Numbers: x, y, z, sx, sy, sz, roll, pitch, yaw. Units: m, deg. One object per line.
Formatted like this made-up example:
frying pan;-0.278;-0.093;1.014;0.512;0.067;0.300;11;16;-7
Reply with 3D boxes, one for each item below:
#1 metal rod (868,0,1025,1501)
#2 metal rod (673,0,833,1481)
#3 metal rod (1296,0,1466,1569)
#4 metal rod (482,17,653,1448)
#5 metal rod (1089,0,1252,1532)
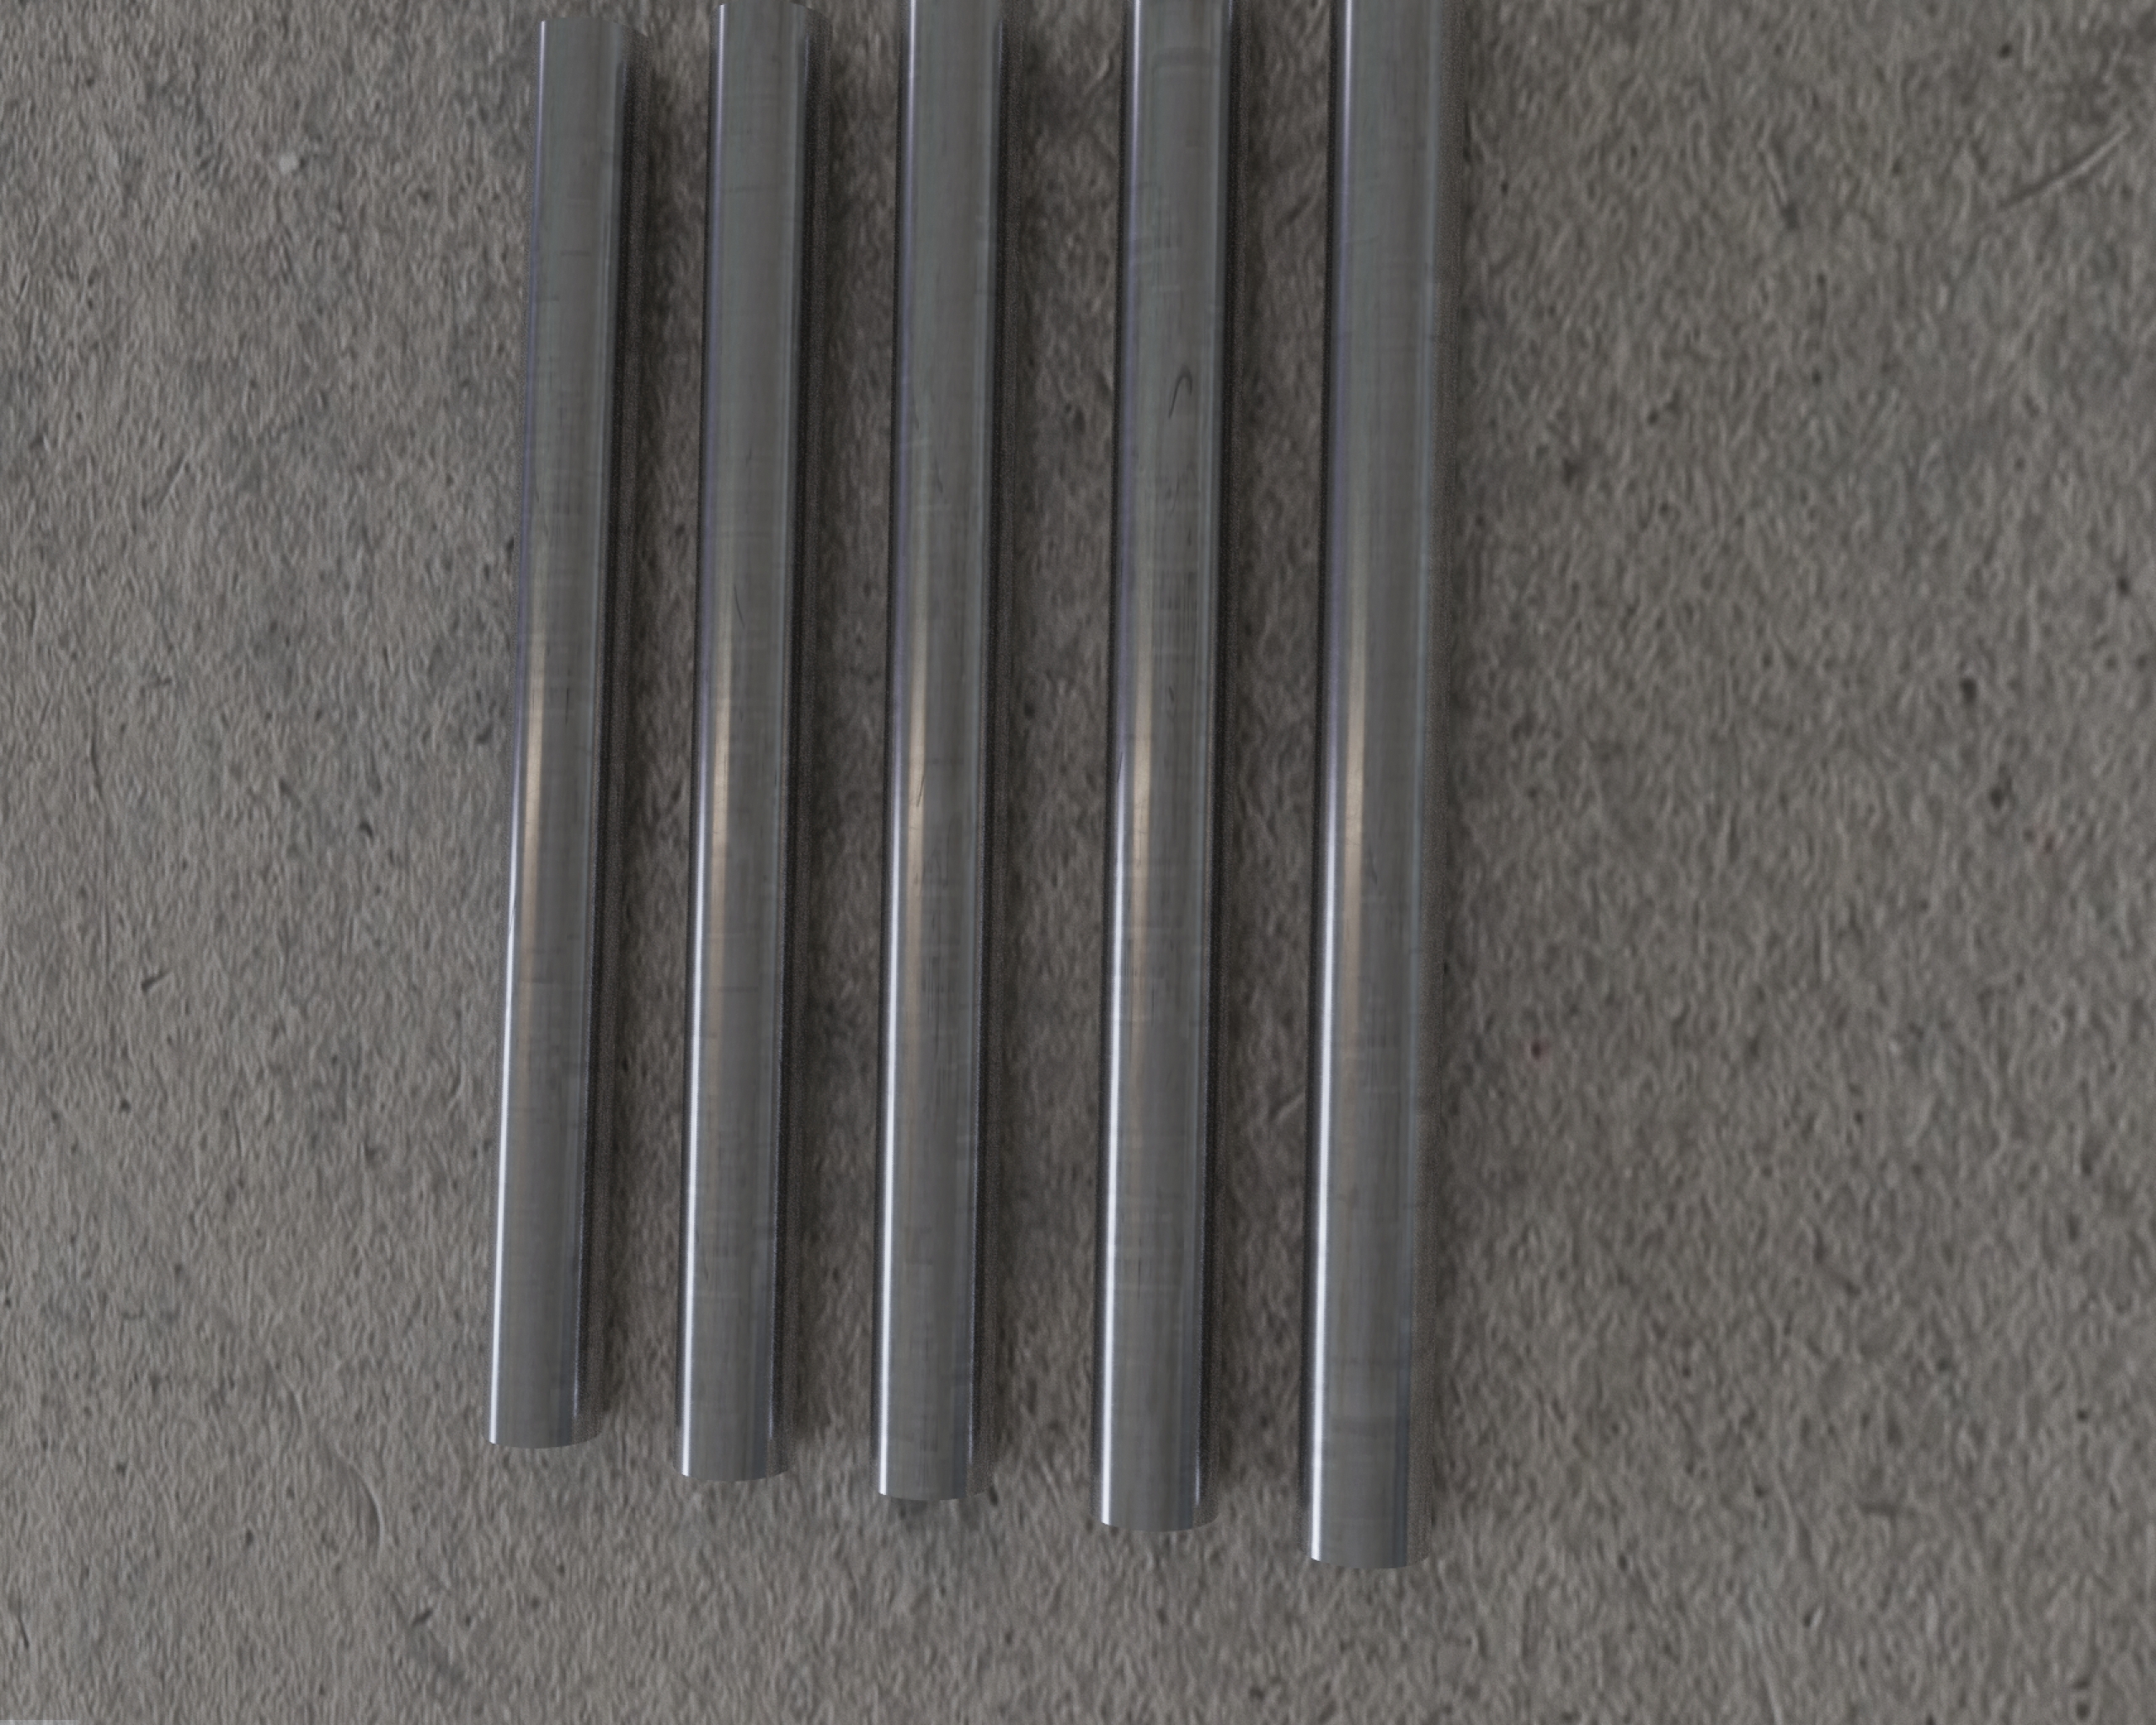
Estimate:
metal rod;-0.026;-0.025;0.418;0.025;0.025;0.298;1;90;20
metal rod;-0.067;-0.024;0.432;0.025;0.025;0.298;2;91;20
metal rod;0.056;-0.021;0.388;0.025;0.025;0.298;1;90;20
metal rod;-0.109;-0.027;0.447;0.025;0.025;0.298;3;91;20
metal rod;0.018;-0.024;0.402;0.025;0.025;0.298;1;90;20
